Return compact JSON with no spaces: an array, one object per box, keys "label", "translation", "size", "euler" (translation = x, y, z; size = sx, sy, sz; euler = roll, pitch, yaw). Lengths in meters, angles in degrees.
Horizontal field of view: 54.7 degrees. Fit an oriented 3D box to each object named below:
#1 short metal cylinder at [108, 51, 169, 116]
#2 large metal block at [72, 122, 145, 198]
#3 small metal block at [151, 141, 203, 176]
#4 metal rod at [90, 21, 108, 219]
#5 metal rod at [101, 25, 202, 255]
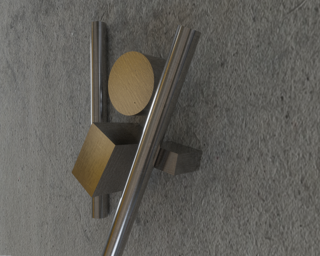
[{"label":"short metal cylinder","translation":[-0.022,-0.055,0.405],"size":[0.080,0.050,0.079],"euler":[0,90,39]},{"label":"large metal block","translation":[-0.059,0.039,0.415],"size":[0.050,0.081,0.079],"euler":[40,114,32]},{"label":"small metal block","translation":[0.015,0.035,0.375],"size":[0.050,0.050,0.025],"euler":[16,101,38]},{"label":"metal rod","translation":[-0.094,-0.013,0.479],"size":[0.025,0.025,0.298],"euler":[-1,90,39]},{"label":"metal rod","translation":[-0.017,0.036,0.352],"size":[0.025,0.025,0.298],"euler":[31,109,35]}]
